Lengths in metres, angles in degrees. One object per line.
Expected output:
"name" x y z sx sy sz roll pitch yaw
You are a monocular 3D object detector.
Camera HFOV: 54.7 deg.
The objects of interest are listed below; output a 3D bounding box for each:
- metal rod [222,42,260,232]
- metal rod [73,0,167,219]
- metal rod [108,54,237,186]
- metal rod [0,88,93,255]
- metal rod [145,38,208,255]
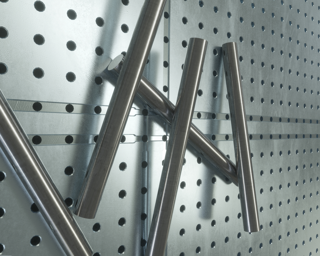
"metal rod" 0.129 0.011 0.495 0.025 0.025 0.298 -2 84 -40
"metal rod" -0.038 -0.046 0.350 0.025 0.025 0.299 21 86 -39
"metal rod" 0.042 0.006 0.447 0.300 0.025 0.025 41 65 -33
"metal rod" -0.140 0.010 0.293 0.025 0.025 0.299 -36 112 -35
"metal rod" 0.020 0.033 0.403 0.025 0.025 0.298 11 91 -40
